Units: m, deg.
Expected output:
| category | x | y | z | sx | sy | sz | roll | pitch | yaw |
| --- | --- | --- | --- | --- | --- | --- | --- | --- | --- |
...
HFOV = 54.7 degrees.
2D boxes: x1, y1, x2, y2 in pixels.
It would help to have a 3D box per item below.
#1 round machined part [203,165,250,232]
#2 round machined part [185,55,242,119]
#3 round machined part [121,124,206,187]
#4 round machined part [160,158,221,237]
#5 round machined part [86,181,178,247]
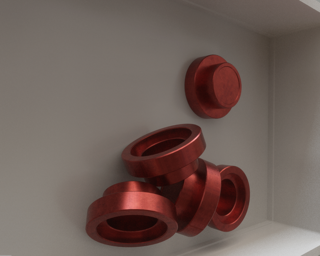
| category | x | y | z | sx | sy | sz | roll | pitch | yaw |
| --- | --- | --- | --- | --- | --- | --- | --- | --- | --- |
| round machined part | 0.092 | 0.105 | 0.476 | 0.099 | 0.042 | 0.097 | 0 | 90 | -40 |
| round machined part | 0.087 | -0.063 | 0.471 | 0.099 | 0.042 | 0.097 | 0 | 90 | -40 |
| round machined part | 0.008 | 0.034 | 0.368 | 0.099 | 0.098 | 0.042 | -31 | 110 | -36 |
| round machined part | 0.031 | 0.083 | 0.393 | 0.042 | 0.098 | 0.098 | 24 | 74 | -16 |
| round machined part | -0.031 | 0.094 | 0.346 | 0.098 | 0.098 | 0.042 | 34 | 36 | -35 |
